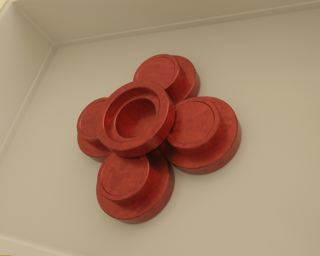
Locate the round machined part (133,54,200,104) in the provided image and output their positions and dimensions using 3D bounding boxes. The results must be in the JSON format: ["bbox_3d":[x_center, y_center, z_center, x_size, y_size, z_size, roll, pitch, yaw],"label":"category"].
[{"bbox_3d":[0.002,-0.063,0.429,0.098,0.042,0.098,-13,56,21],"label":"round machined part"}]

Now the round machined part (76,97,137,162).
[{"bbox_3d":[-0.076,-0.004,0.435,0.098,0.042,0.098,-13,56,21],"label":"round machined part"}]

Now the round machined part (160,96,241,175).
[{"bbox_3d":[0.043,0.003,0.368,0.098,0.042,0.098,-13,56,21],"label":"round machined part"}]

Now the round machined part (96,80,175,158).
[{"bbox_3d":[-0.026,-0.008,0.384,0.098,0.042,0.098,-13,56,21],"label":"round machined part"}]

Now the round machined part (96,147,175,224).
[{"bbox_3d":[-0.036,0.061,0.373,0.098,0.042,0.098,-13,55,19],"label":"round machined part"}]
